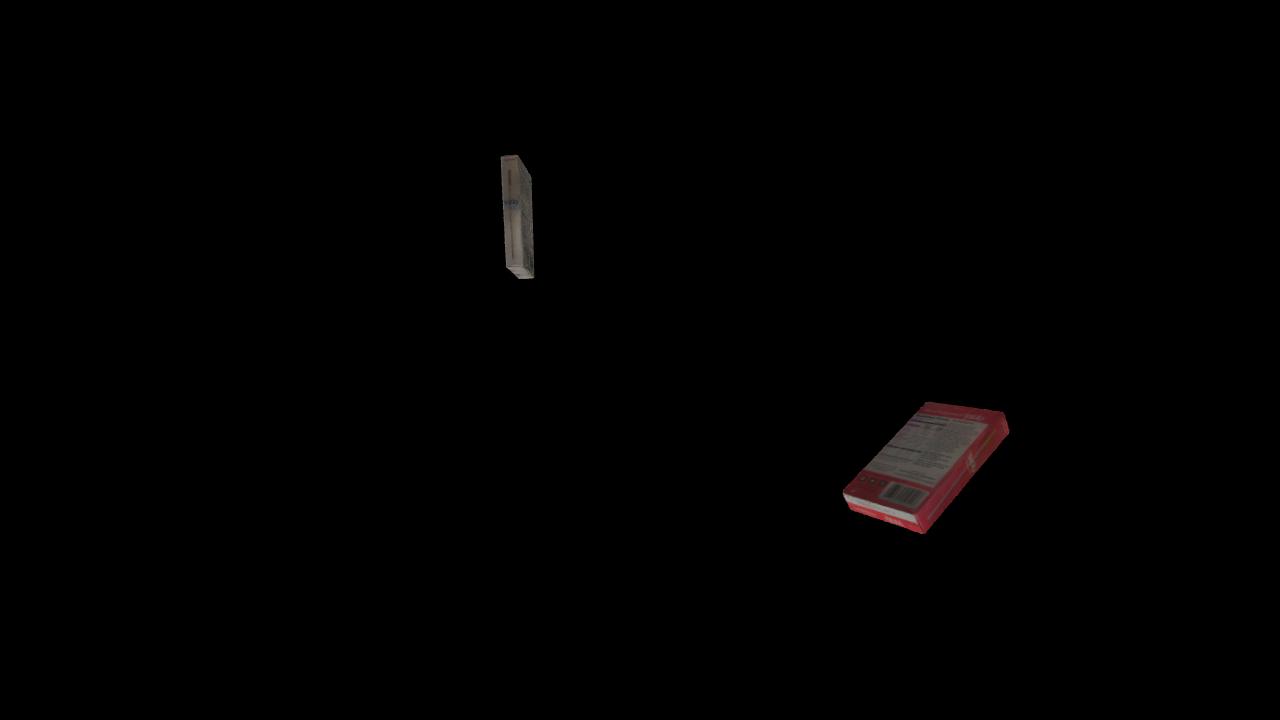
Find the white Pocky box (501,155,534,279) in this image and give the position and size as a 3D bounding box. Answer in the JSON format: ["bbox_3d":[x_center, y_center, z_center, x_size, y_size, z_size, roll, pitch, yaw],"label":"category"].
[{"bbox_3d":[-0.169,-0.196,0.860,0.028,0.154,0.084,-3,-4,2],"label":"white Pocky box"}]

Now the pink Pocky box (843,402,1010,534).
[{"bbox_3d":[0.280,0.099,0.601,0.155,0.029,0.084,-38,21,-23],"label":"pink Pocky box"}]
